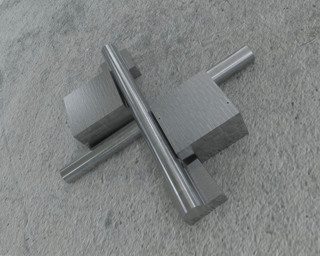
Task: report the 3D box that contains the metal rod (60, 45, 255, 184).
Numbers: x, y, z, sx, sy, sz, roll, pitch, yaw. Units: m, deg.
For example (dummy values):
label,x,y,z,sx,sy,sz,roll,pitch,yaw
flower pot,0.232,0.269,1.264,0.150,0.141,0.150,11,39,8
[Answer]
label,x,y,z,sx,sy,sz,roll,pitch,yaw
metal rod,-0.007,-0.015,0.419,0.300,0.025,0.025,-34,52,6

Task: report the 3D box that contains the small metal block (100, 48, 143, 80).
label,x,y,z,sx,sy,sz,roll,pitch,yaw
small metal block,-0.063,-0.093,0.496,0.050,0.025,0.050,-32,52,7

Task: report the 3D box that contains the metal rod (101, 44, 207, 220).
label,x,y,z,sx,sy,sz,roll,pitch,yaw
metal rod,-0.023,-0.020,0.396,0.025,0.025,0.300,-34,51,6

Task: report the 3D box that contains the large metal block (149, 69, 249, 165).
label,x,y,z,sx,sy,sz,roll,pitch,yaw
large metal block,0.046,-0.010,0.371,0.080,0.050,0.080,-34,51,6

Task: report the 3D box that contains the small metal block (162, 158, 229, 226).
label,x,y,z,sx,sy,sz,roll,pitch,yaw
small metal block,0.038,0.071,0.343,0.050,0.025,0.050,-37,51,3

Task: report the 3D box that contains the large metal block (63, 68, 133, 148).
label,x,y,z,sx,sy,sz,roll,pitch,yaw
large metal block,-0.084,-0.026,0.447,0.080,0.050,0.080,-32,52,7
